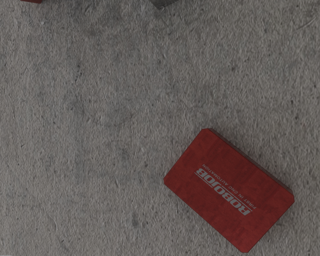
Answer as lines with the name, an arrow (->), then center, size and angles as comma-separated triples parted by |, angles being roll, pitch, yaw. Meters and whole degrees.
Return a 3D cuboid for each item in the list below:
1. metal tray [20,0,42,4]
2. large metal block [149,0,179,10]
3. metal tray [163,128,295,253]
metal tray -> -0.182, -0.260, 0.443 | 0.090, 0.030, 0.129 | -5, 88, 59
large metal block -> 0.014, -0.211, 0.391 | 0.080, 0.050, 0.080 | -19, 84, 19
metal tray -> 0.081, 0.072, 0.378 | 0.130, 0.030, 0.090 | 40, 102, 15
